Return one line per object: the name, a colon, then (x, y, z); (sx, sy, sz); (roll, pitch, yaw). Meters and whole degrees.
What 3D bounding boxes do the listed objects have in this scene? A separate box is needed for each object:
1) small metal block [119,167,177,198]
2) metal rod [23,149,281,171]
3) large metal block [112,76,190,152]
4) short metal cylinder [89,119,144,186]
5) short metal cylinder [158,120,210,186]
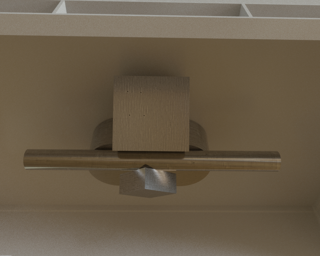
small metal block: (-0.015, 0.070, 0.387); (0.050, 0.025, 0.050); (18, 152, -39)
metal rod: (-0.008, 0.039, 0.375); (0.302, 0.025, 0.025); (1, 130, -1)
large metal block: (-0.009, -0.014, 0.352); (0.081, 0.050, 0.080); (1, 87, -1)
short metal cylinder: (-0.054, 0.033, 0.418); (0.081, 0.050, 0.079); (0, 130, 0)
short metal cylinder: (0.027, 0.034, 0.421); (0.081, 0.050, 0.079); (0, 130, 0)
